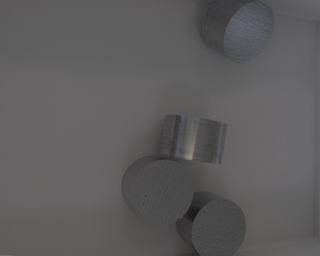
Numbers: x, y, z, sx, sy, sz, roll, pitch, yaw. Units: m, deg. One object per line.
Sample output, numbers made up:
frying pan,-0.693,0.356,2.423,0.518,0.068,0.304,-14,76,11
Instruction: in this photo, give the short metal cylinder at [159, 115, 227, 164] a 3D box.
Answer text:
short metal cylinder,0.042,0.015,0.397,0.081,0.080,0.050,11,87,-20

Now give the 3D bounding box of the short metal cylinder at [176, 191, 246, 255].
short metal cylinder,0.069,0.131,0.423,0.081,0.050,0.080,0,90,-20

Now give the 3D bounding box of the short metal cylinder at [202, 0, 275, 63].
short metal cylinder,0.104,-0.134,0.417,0.081,0.050,0.079,-16,128,-21

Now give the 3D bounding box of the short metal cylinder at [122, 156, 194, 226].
short metal cylinder,-0.004,0.077,0.396,0.081,0.050,0.080,0,90,-20
